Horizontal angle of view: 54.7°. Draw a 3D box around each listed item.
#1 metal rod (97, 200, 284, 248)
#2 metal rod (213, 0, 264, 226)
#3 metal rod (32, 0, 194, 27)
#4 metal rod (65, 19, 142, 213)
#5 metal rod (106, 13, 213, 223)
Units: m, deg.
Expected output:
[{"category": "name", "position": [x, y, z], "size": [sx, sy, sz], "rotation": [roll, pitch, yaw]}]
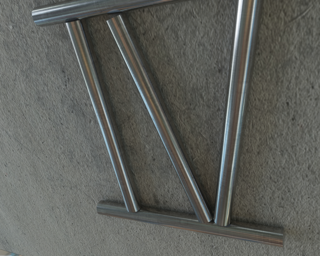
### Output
[{"category": "metal rod", "position": [0.030, 0.143, 0.478], "size": [0.301, 0.025, 0.025], "rotation": [1, 119, 27]}, {"category": "metal rod", "position": [0.086, 0.002, 0.362], "size": [0.025, 0.025, 0.298], "rotation": [12, 124, 21]}, {"category": "metal rod", "position": [-0.021, -0.140, 0.331], "size": [0.301, 0.025, 0.025], "rotation": [1, 119, 27]}, {"category": "metal rod", "position": [-0.073, -0.001, 0.443], "size": [0.025, 0.025, 0.298], "rotation": [1, 119, 27]}, {"category": "metal rod", "position": [0.008, 0.001, 0.403], "size": [0.025, 0.025, 0.299], "rotation": [-12, 113, 33]}]
